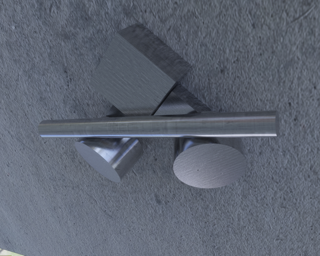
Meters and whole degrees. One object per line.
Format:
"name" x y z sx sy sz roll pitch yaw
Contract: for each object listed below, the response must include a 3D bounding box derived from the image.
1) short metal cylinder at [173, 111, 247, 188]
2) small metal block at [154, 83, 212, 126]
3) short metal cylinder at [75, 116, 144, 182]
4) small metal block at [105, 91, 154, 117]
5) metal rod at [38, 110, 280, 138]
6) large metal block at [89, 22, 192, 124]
"short metal cylinder" 0.056 0.027 0.361 0.080 0.050 0.080 1 135 2
"small metal block" 0.026 -0.018 0.383 0.050 0.025 0.050 40 129 1
"short metal cylinder" -0.070 0.030 0.429 0.080 0.050 0.080 31 153 19
"small metal block" -0.038 -0.020 0.416 0.050 0.025 0.050 40 128 1
"metal rod" -0.025 -0.001 0.354 0.300 0.025 0.025 -1 118 28
"large metal block" -0.024 -0.062 0.364 0.080 0.050 0.080 41 129 0
